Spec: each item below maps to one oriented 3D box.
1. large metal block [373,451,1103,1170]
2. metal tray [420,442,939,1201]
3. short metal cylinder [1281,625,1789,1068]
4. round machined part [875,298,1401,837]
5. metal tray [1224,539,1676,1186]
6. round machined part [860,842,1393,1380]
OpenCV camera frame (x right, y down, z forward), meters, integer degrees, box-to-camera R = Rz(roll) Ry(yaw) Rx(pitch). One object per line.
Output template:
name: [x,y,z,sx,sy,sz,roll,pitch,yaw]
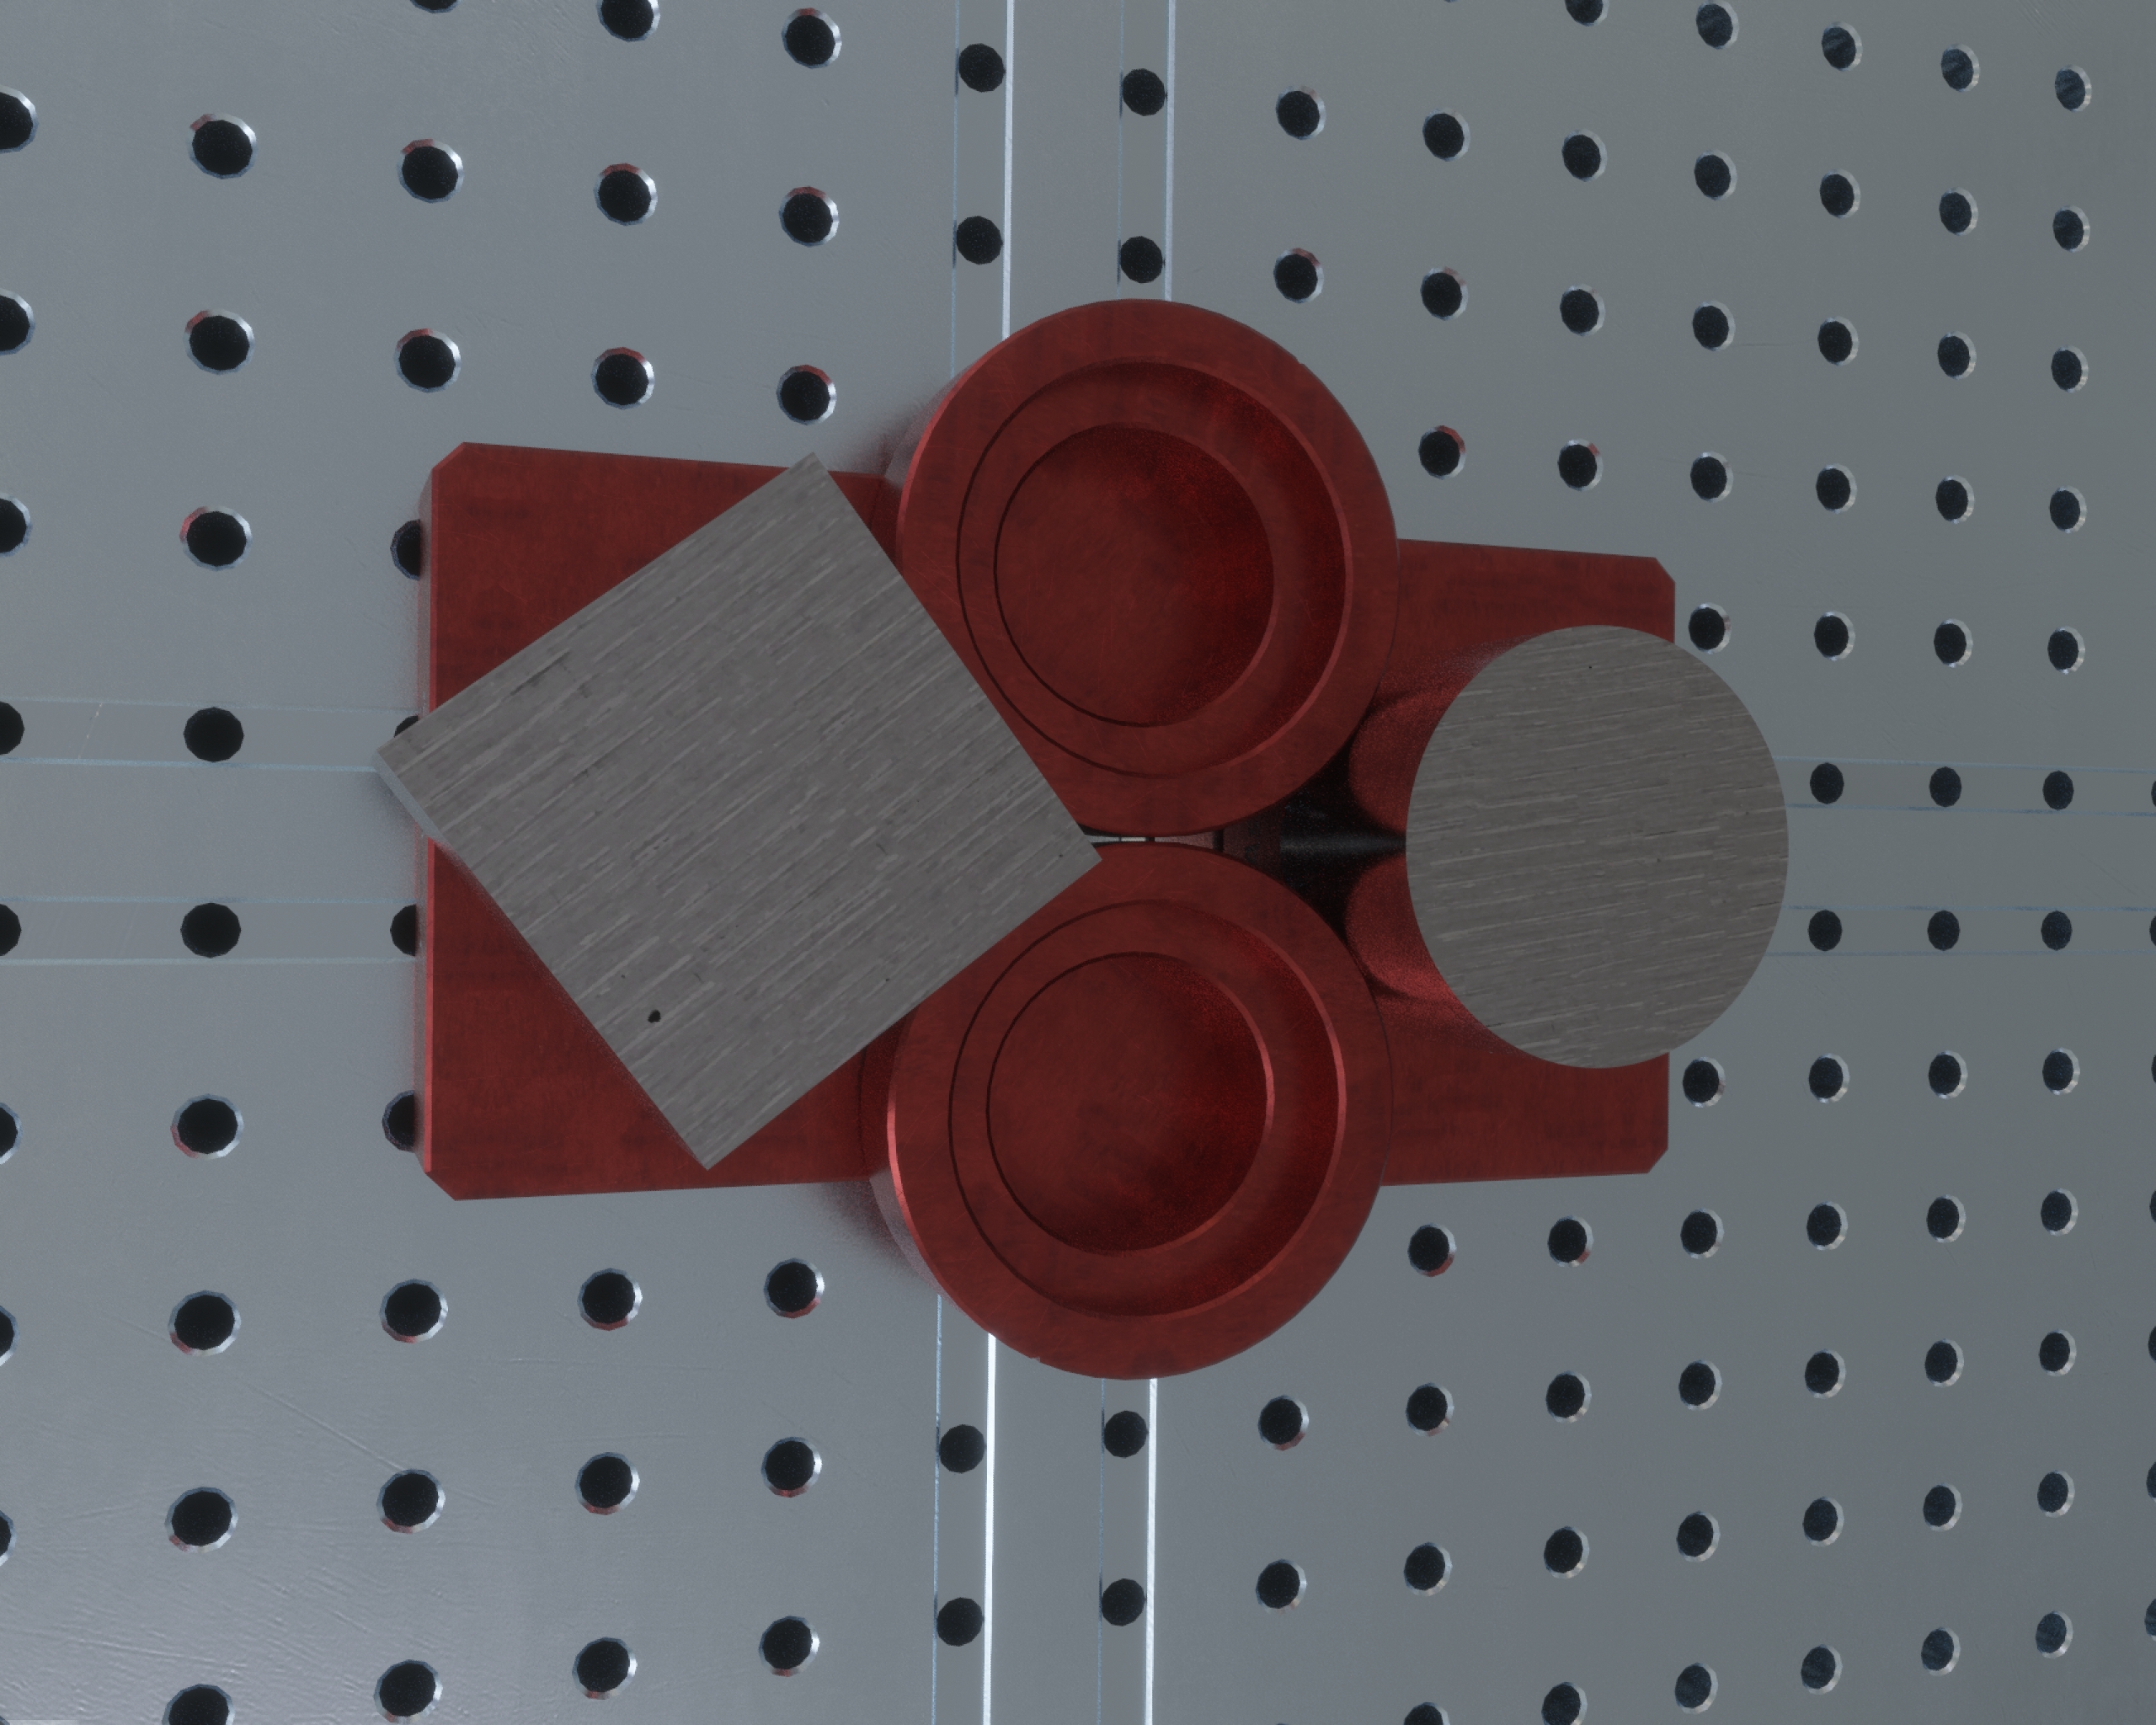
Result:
large metal block: [-0.057,-0.009,0.346,0.080,0.050,0.080,-38,103,-16]
metal tray: [-0.073,-0.007,0.383,0.091,0.030,0.129,1,90,-21]
short metal cylinder: [0.086,-0.003,0.398,0.081,0.050,0.079,0,90,-20]
round machined part: [0.008,-0.053,0.397,0.099,0.042,0.097,0,90,-20]
metal tray: [0.078,0.000,0.436,0.091,0.030,0.129,1,90,-20]
round machined part: [0.006,0.045,0.396,0.099,0.042,0.097,0,90,-20]
